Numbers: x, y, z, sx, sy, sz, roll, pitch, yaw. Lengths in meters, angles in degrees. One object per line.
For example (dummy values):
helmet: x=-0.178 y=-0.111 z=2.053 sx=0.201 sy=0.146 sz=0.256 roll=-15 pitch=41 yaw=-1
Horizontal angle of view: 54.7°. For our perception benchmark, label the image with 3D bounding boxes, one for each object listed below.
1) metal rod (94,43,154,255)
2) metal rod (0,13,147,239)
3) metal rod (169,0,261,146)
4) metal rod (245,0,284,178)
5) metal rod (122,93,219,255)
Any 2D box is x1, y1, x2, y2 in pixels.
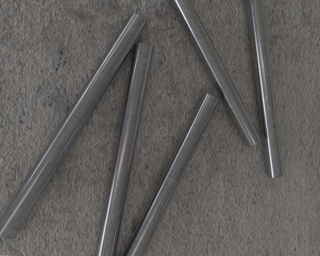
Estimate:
metal rod: x=-0.047 y=0.041 z=0.391 sx=0.025 sy=0.025 sz=0.298 roll=12 pitch=86 yaw=-20
metal rod: x=-0.101 y=-0.011 z=0.371 sx=0.025 sy=0.025 sz=0.300 roll=33 pitch=79 yaw=-17
metal rod: x=0.065 y=-0.107 z=0.432 sx=0.025 sy=0.025 sz=0.299 roll=-33 pitch=101 yaw=-17
metal rod: x=0.156 y=-0.075 z=0.465 sx=0.025 sy=0.025 sz=0.298 roll=-9 pitch=93 yaw=-20
metal rod: x=0.004 y=0.089 z=0.410 sx=0.025 sy=0.025 sz=0.299 roll=30 pitch=80 yaw=-18
